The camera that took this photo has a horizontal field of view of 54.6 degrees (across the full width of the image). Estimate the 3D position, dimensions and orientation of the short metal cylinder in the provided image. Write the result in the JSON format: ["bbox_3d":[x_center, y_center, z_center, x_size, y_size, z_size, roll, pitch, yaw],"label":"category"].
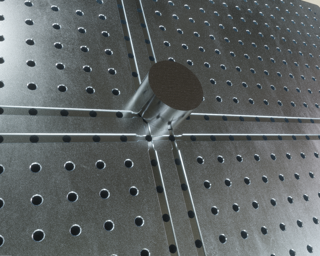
[{"bbox_3d":[0.011,-0.045,0.425,0.081,0.050,0.080,13,56,-21],"label":"short metal cylinder"}]
